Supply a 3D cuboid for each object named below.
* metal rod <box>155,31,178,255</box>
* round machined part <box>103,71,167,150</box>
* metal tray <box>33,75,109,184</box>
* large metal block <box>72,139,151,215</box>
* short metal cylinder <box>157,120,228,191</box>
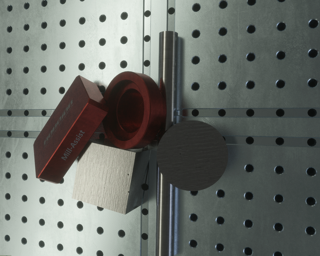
[{"bbox_3d":[0.009,0.024,0.410,0.025,0.025,0.298,1,90,20],"label":"metal rod"},{"bbox_3d":[-0.030,-0.022,0.400,0.098,0.042,0.097,-1,88,45],"label":"round machined part"},{"bbox_3d":[-0.127,0.000,0.429,0.130,0.030,0.090,-53,36,12],"label":"metal tray"},{"bbox_3d":[-0.065,0.062,0.422,0.080,0.050,0.079,11,94,19],"label":"large metal block"},{"bbox_3d":[0.036,0.031,0.372,0.081,0.050,0.079,0,90,0],"label":"short metal cylinder"}]
